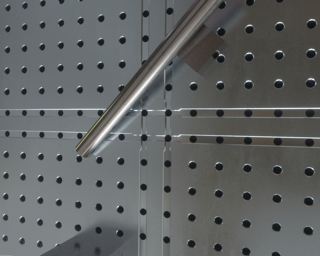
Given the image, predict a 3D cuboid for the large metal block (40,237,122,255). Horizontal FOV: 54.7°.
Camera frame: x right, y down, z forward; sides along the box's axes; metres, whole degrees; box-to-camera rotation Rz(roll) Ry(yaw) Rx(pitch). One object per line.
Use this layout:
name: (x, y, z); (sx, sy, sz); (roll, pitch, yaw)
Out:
large metal block: (-0.108, 0.192, 0.420); (0.080, 0.080, 0.050); (3, 91, 19)

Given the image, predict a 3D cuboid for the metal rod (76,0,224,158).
metal rod: (-0.017, -0.068, 0.397); (0.025, 0.025, 0.299); (48, 112, 13)

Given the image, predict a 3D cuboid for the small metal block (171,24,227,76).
small metal block: (0.048, -0.103, 0.395); (0.050, 0.025, 0.050); (44, 103, 14)
